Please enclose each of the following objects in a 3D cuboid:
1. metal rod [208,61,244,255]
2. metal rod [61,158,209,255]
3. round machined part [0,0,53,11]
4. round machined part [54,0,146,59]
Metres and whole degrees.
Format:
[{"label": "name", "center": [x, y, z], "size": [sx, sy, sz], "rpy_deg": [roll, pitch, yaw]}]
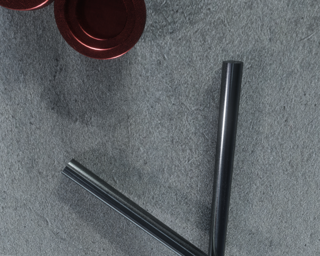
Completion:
[{"label": "metal rod", "center": [0.089, 0.059, 0.432], "size": [0.025, 0.025, 0.298], "rpy_deg": [0, 110, 0]}, {"label": "metal rod", "center": [-0.011, 0.143, 0.449], "size": [0.301, 0.025, 0.025], "rpy_deg": [38, 106, -8]}, {"label": "round machined part", "center": [-0.148, -0.178, 0.334], "size": [0.099, 0.042, 0.097], "rpy_deg": [0, 110, 0]}, {"label": "round machined part", "center": [-0.065, -0.130, 0.352], "size": [0.099, 0.042, 0.097], "rpy_deg": [0, 110, 0]}]
